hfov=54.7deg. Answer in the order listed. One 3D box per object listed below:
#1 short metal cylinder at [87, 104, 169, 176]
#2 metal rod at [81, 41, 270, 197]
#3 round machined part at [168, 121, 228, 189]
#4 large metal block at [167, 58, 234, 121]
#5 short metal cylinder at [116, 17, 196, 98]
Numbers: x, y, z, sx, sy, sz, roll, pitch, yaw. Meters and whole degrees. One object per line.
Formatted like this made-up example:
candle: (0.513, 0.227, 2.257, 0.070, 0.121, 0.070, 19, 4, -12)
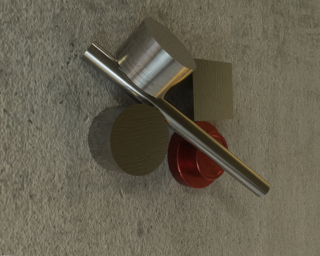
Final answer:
short metal cylinder: (-0.036, 0.013, 0.361, 0.081, 0.050, 0.080, 0, 90, -40)
metal rod: (0.033, 0.000, 0.389, 0.301, 0.025, 0.025, 38, 66, -19)
round machined part: (0.061, 0.039, 0.445, 0.099, 0.042, 0.097, 0, 90, -40)
large metal block: (0.057, -0.051, 0.434, 0.081, 0.050, 0.079, -4, 93, -40)
short metal cylinder: (-0.004, -0.081, 0.362, 0.080, 0.050, 0.080, 36, 29, -23)
